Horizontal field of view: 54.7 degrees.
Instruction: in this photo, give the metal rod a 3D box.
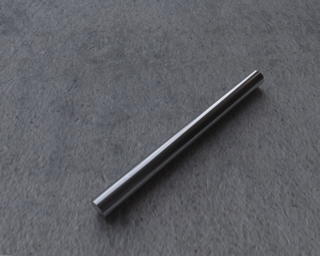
[{"bbox_3d":[0.040,0.005,0.398,0.025,0.025,0.302,37,59,27],"label":"metal rod"}]
